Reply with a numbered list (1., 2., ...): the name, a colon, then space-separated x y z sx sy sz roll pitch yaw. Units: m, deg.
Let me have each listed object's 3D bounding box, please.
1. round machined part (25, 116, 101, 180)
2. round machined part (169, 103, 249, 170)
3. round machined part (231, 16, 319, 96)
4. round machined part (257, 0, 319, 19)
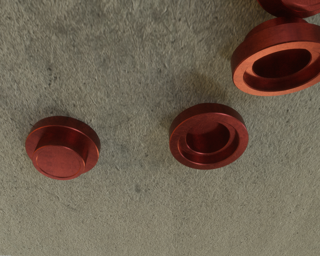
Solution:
1. round machined part: -0.134 0.034 0.424 0.099 0.042 0.097 0 130 0
2. round machined part: 0.061 0.006 0.402 0.099 0.042 0.097 0 130 0
3. round machined part: 0.122 -0.075 0.317 0.099 0.042 0.098 -1 157 0
4. round machined part: 0.131 -0.144 0.275 0.099 0.042 0.097 0 130 0
